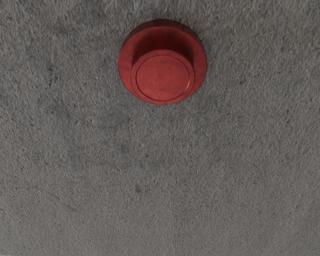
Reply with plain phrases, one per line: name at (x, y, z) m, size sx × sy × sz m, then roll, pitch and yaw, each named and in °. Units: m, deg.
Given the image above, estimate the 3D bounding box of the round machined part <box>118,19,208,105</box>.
round machined part at (0.003, -0.064, 0.341) m, size 0.099 × 0.042 × 0.097 m, roll 0°, pitch 130°, yaw 0°
